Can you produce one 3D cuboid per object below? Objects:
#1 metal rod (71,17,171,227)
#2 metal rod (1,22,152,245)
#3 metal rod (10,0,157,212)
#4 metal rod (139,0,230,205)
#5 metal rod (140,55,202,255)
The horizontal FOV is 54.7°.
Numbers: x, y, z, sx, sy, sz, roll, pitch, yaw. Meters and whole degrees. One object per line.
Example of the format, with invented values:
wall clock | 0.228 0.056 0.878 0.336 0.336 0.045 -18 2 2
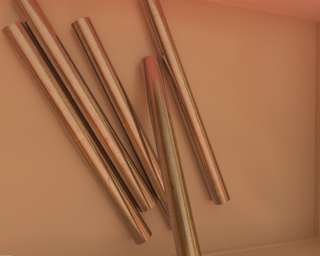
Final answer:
metal rod | -0.033 0.005 0.398 0.025 0.025 0.299 -28 100 -18
metal rod | -0.094 0.015 0.375 0.025 0.025 0.299 -33 101 -17
metal rod | -0.087 -0.026 0.378 0.025 0.025 0.299 -33 101 -17
metal rod | 0.036 -0.035 0.423 0.025 0.025 0.299 -23 98 -19
metal rod | 0.013 0.048 0.352 0.025 0.025 0.299 -3 67 -20
